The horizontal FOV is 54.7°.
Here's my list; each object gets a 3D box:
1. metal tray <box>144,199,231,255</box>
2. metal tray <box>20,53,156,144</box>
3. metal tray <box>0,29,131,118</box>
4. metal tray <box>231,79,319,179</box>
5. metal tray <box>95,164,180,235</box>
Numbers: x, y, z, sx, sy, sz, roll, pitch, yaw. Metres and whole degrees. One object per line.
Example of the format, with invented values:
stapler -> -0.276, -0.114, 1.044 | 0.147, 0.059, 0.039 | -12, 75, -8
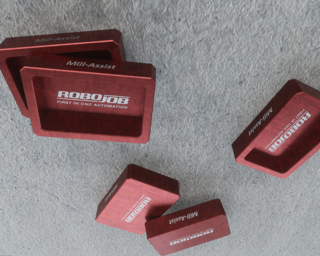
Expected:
metal tray -> 0.049, 0.171, 0.527 | 0.131, 0.030, 0.090 | -19, 138, 3
metal tray -> -0.073, -0.029, 0.337 | 0.131, 0.030, 0.089 | 4, 130, -4
metal tray -> -0.103, -0.059, 0.352 | 0.131, 0.030, 0.089 | -4, 130, 3
metal tray -> 0.169, 0.007, 0.411 | 0.091, 0.030, 0.129 | 20, 127, -17
metal tray -> -0.038, 0.121, 0.506 | 0.091, 0.030, 0.129 | 23, 126, -19
